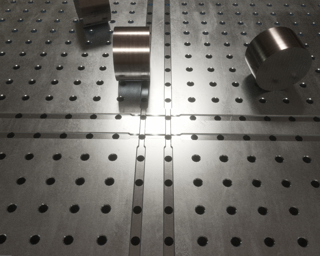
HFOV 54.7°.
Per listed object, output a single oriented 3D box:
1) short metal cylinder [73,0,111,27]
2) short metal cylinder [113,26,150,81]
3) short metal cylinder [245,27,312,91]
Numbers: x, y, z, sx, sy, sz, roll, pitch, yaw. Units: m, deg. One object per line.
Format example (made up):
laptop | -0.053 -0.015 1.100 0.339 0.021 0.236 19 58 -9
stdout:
short metal cylinder | -0.126 -0.228 0.562 0.050 0.080 0.080 -18 53 -15
short metal cylinder | -0.040 -0.111 0.464 0.050 0.080 0.080 -1 50 -1
short metal cylinder | 0.174 -0.101 0.459 0.081 0.080 0.050 -6 51 -5
